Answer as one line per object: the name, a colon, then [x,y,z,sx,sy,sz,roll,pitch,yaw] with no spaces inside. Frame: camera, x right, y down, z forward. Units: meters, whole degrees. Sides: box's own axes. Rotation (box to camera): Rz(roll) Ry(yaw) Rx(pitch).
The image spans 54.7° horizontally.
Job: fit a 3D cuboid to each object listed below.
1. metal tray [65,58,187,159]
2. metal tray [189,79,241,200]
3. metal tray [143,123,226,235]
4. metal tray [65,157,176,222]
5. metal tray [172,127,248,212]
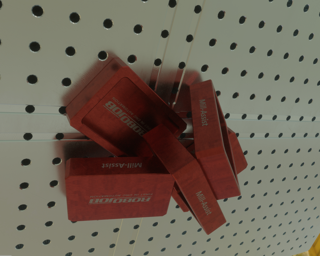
metal tray: [-0.037,-0.011,0.382,0.090,0.030,0.130,-46,130,3]
metal tray: [0.068,0.012,0.390,0.030,0.130,0.090,-16,131,15]
metal tray: [0.032,0.065,0.388,0.030,0.090,0.130,-34,129,-7]
metal tray: [-0.051,0.079,0.399,0.131,0.030,0.089,0,130,-12]
metal tray: [0.068,0.064,0.486,0.130,0.030,0.090,-36,129,-5]
